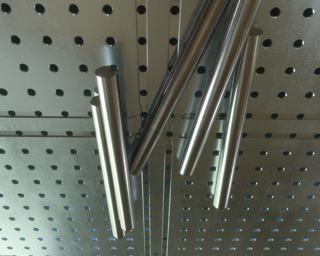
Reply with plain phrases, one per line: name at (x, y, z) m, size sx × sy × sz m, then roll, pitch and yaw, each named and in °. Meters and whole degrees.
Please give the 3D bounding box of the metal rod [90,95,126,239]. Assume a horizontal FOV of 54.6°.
metal rod at (-0.074, 0.080, 0.478) m, size 0.025 × 0.025 × 0.298 m, roll 0°, pitch 130°, yaw 0°

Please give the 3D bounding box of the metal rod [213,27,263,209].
metal rod at (0.098, 0.012, 0.422) m, size 0.025 × 0.025 × 0.298 m, roll -1°, pitch 130°, yaw 1°

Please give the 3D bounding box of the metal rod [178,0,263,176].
metal rod at (0.064, -0.043, 0.361) m, size 0.025 × 0.025 × 0.298 m, roll 7°, pitch 134°, yaw -6°

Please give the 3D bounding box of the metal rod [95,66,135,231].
metal rod at (-0.056, 0.052, 0.430) m, size 0.025 × 0.025 × 0.298 m, roll 0°, pitch 131°, yaw 0°

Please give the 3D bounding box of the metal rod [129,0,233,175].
metal rod at (0.016, -0.045, 0.373) m, size 0.025 × 0.025 × 0.298 m, roll 17°, pitch 128°, yaw -14°
